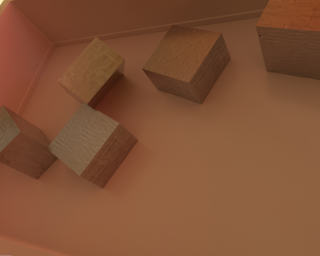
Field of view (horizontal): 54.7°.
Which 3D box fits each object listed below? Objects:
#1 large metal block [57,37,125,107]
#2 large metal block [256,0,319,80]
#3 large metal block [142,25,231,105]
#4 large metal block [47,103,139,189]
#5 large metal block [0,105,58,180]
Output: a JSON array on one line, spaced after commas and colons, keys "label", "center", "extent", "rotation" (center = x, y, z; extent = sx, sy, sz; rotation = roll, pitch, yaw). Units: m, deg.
[{"label": "large metal block", "center": [-0.098, -0.075, 0.457], "extent": [0.050, 0.080, 0.080], "rotation": [39, 81, -3]}, {"label": "large metal block", "center": [0.163, -0.101, 0.347], "extent": [0.080, 0.080, 0.050], "rotation": [19, 72, 35]}, {"label": "large metal block", "center": [0.037, -0.088, 0.424], "extent": [0.080, 0.050, 0.080], "rotation": [24, 74, 36]}, {"label": "large metal block", "center": [-0.091, 0.022, 0.422], "extent": [0.080, 0.050, 0.080], "rotation": [28, 77, 37]}, {"label": "large metal block", "center": [-0.210, 0.022, 0.464], "extent": [0.050, 0.080, 0.080], "rotation": [-47, 52, -5]}]
